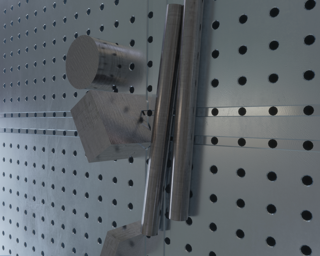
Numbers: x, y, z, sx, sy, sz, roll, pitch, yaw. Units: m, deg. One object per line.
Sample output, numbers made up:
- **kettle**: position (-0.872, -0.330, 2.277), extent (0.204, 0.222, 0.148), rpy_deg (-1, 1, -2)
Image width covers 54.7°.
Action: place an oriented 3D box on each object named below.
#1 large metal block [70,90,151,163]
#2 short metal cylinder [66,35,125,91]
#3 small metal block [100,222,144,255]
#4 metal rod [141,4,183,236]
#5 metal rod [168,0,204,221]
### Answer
- **large metal block**: position (-0.064, -0.002, 0.427), extent (0.050, 0.081, 0.080), rpy_deg (-38, 67, 34)
- **short metal cylinder**: position (-0.100, -0.097, 0.475), extent (0.080, 0.050, 0.079), rpy_deg (0, 90, 40)
- **small metal block**: position (-0.053, 0.167, 0.437), extent (0.025, 0.050, 0.050), rpy_deg (29, 108, 36)
- **metal rod**: position (0.003, -0.006, 0.406), extent (0.025, 0.025, 0.298), rpy_deg (11, 97, 39)
- **metal rod**: position (0.033, -0.036, 0.382), extent (0.025, 0.025, 0.298), rpy_deg (7, 94, 40)
